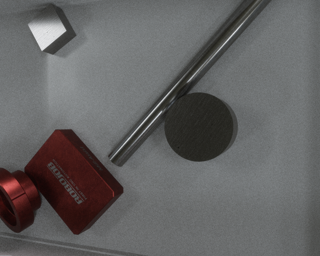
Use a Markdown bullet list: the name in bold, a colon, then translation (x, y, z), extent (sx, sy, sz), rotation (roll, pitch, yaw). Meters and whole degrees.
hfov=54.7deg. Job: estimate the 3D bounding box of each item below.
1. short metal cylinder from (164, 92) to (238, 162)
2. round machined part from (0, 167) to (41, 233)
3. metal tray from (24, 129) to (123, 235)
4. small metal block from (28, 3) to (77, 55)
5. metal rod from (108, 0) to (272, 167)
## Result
- **short metal cylinder**: translation (0.052, -0.001, 0.379), extent (0.080, 0.050, 0.079), rotation (0, 90, 19)
- **round machined part**: translation (-0.215, 0.102, 0.460), extent (0.098, 0.042, 0.097), rotation (20, 124, 33)
- **metal tray**: translation (-0.127, 0.076, 0.451), extent (0.130, 0.030, 0.090), rotation (46, 104, 14)
- **small metal block**: translation (-0.162, -0.148, 0.466), extent (0.050, 0.025, 0.050), rotation (-33, 80, 16)
- **metal rod**: translation (0.036, -0.063, 0.397), extent (0.025, 0.025, 0.299), rotation (45, 103, 14)
